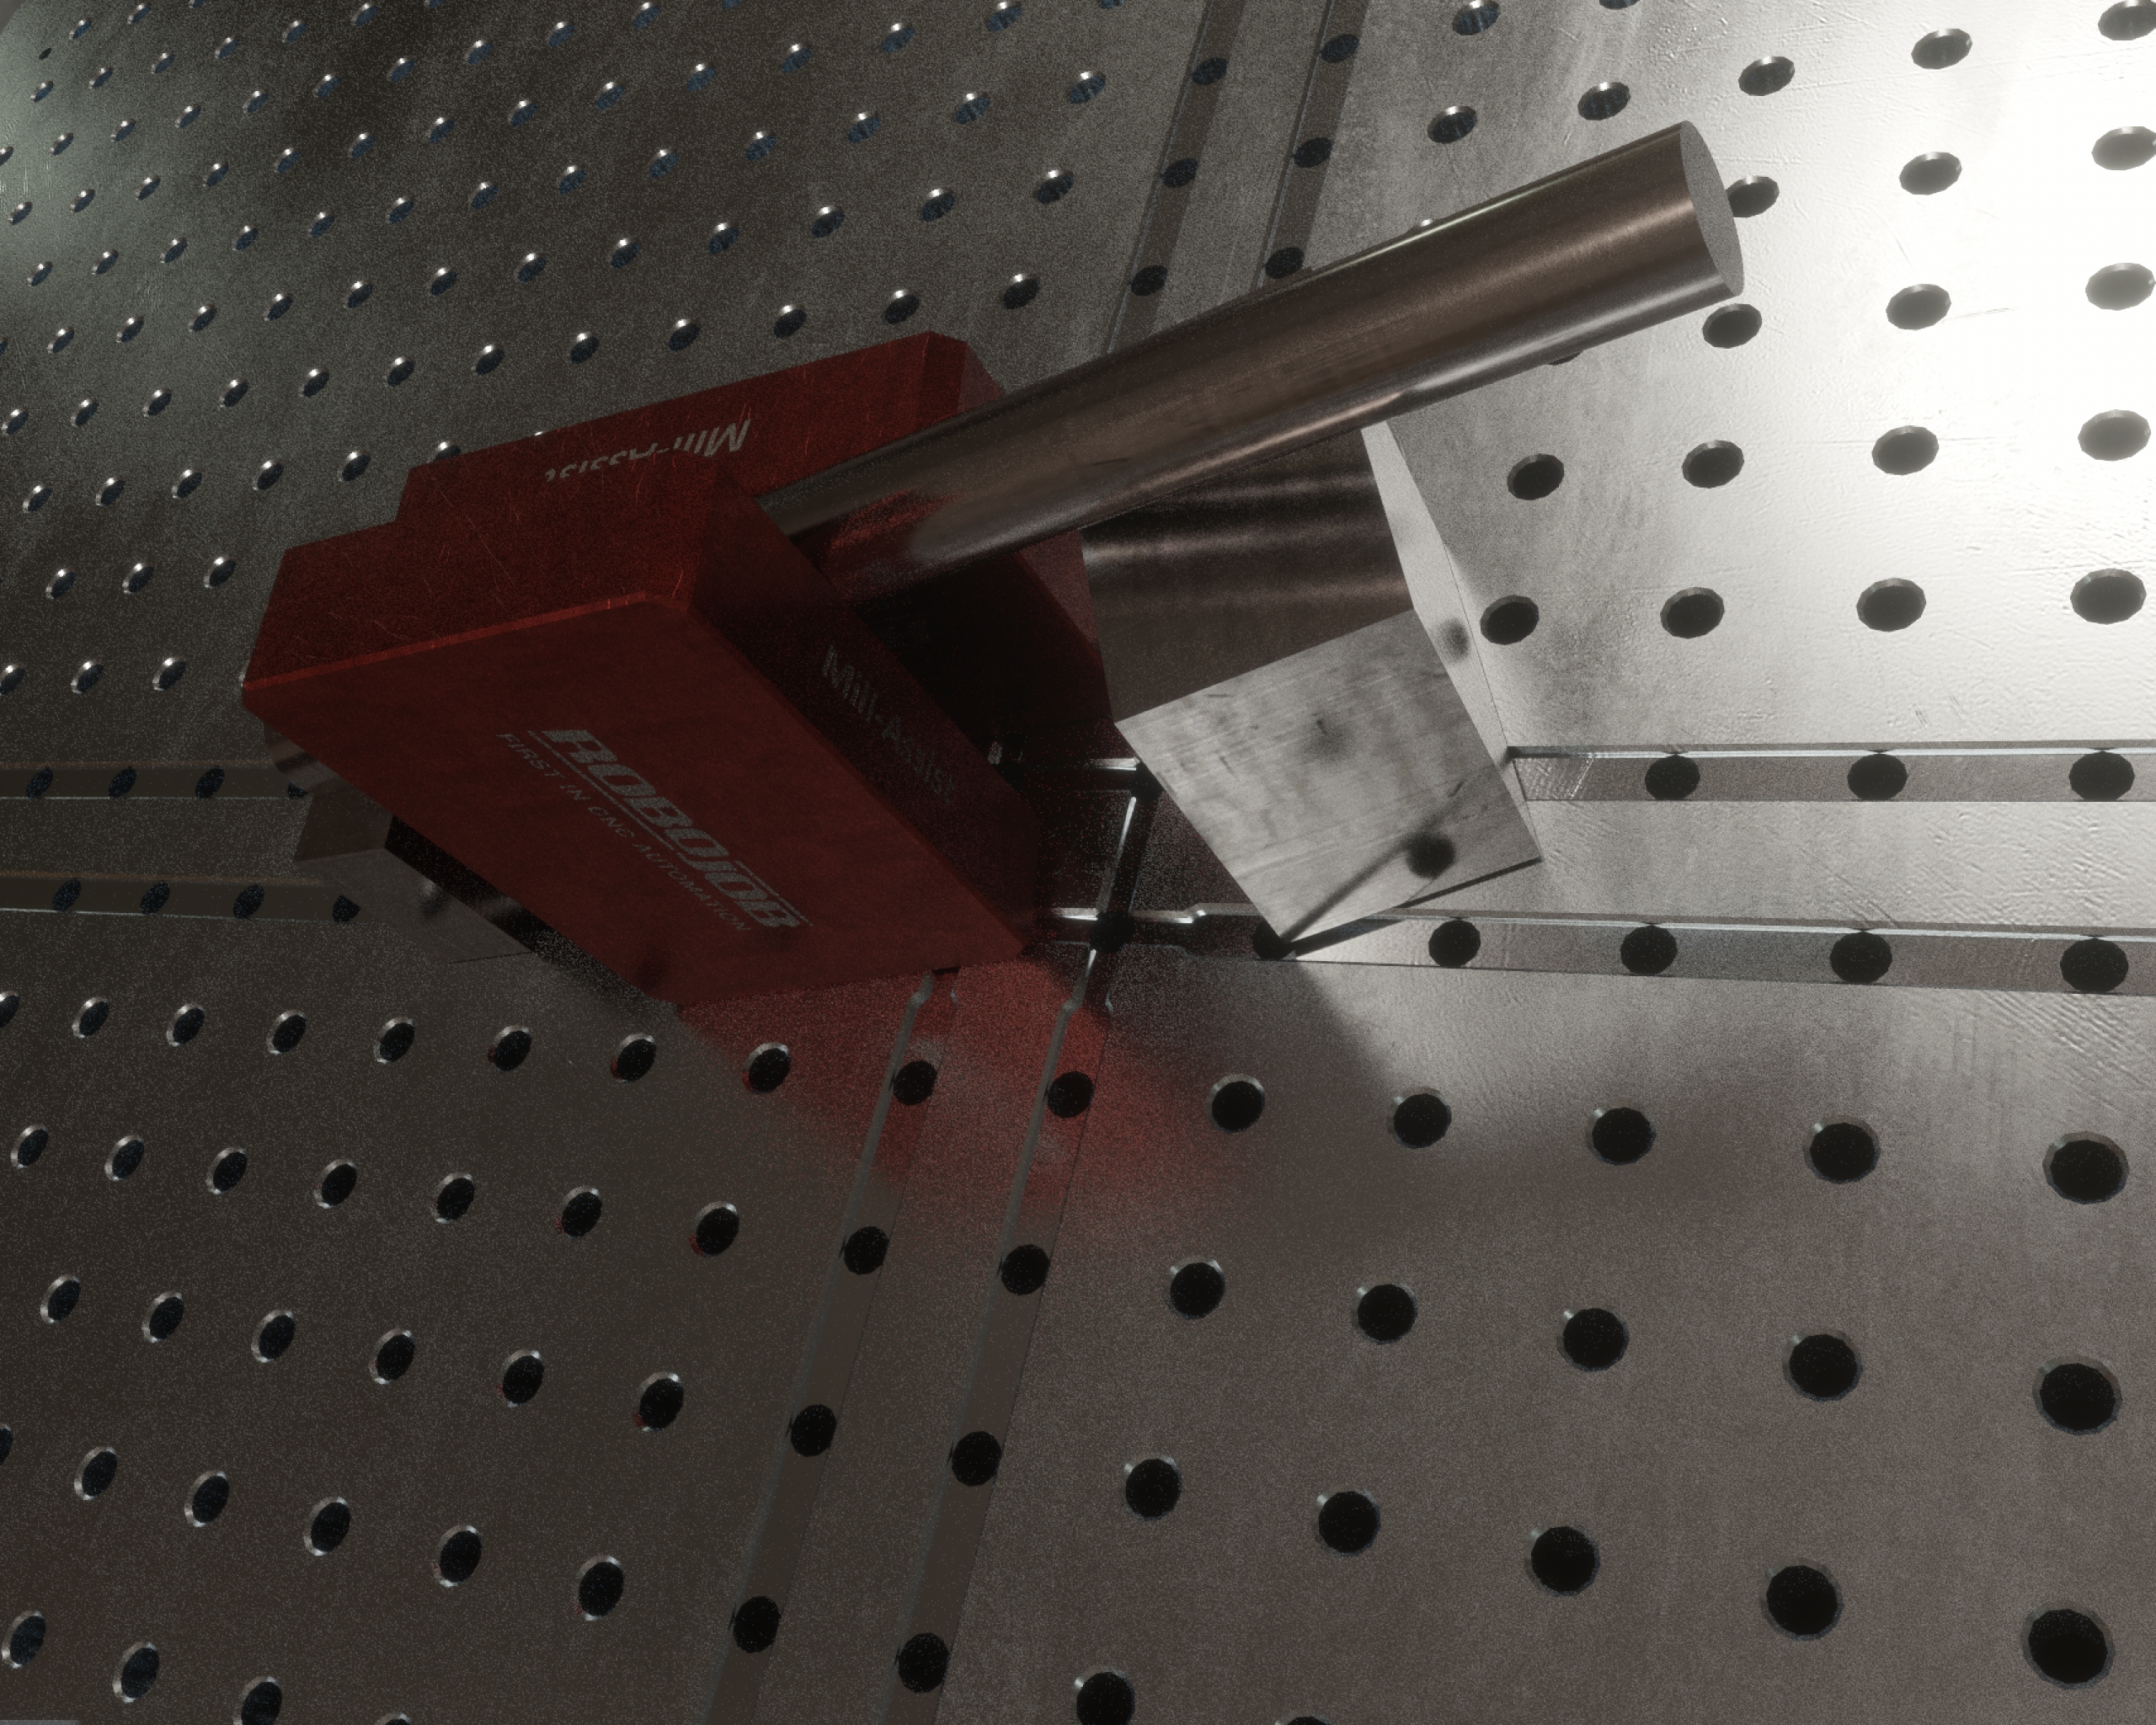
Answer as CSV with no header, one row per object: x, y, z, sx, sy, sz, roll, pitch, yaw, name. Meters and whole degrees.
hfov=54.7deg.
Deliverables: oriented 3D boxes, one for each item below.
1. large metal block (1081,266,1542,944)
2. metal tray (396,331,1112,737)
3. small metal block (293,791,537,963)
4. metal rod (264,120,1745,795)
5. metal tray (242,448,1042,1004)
0.040,-0.044,0.377,0.050,0.080,0.080,-20,54,16,large metal block
-0.064,-0.056,0.432,0.130,0.090,0.030,-8,59,23,metal tray
-0.144,-0.012,0.472,0.025,0.050,0.050,-8,58,24,small metal block
-0.037,-0.058,0.365,0.300,0.025,0.025,-14,56,31,metal rod
-0.074,-0.018,0.389,0.090,0.130,0.030,-9,59,23,metal tray
